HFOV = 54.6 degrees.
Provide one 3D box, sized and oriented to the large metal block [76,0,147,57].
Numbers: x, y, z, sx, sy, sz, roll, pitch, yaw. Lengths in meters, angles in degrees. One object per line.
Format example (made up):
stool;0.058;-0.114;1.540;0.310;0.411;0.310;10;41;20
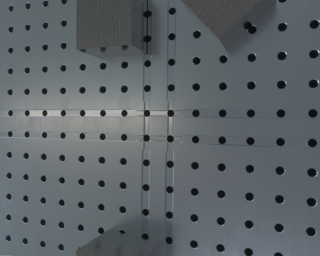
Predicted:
large metal block;-0.065;-0.144;0.423;0.080;0.050;0.080;1;90;20

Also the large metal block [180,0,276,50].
large metal block;0.079;-0.156;0.372;0.080;0.050;0.080;-43;77;15

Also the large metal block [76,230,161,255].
large metal block;-0.052;0.177;0.402;0.080;0.080;0.050;5;92;20
